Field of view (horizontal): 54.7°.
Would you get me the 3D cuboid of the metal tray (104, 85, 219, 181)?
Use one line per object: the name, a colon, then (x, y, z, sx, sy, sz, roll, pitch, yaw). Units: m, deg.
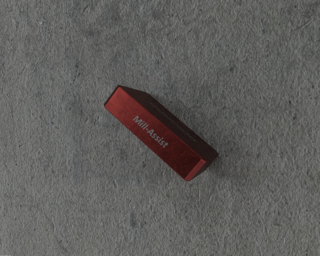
metal tray: (0.005, 0.003, 0.373, 0.130, 0.090, 0.030, 41, 103, 15)
